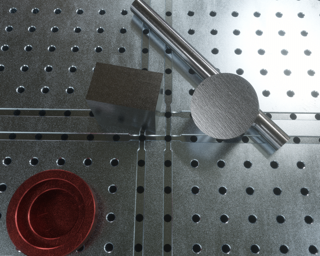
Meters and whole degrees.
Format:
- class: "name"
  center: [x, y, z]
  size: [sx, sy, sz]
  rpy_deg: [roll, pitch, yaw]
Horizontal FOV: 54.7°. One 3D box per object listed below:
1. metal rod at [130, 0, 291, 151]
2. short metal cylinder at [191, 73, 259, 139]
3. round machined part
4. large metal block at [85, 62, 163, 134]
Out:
- class: "metal rod"
  center: [0.063, -0.085, 0.443]
  size: [0.025, 0.025, 0.300]
  rpy_deg: [-40, 75, -13]
- class: "short metal cylinder"
  center: [0.084, -0.026, 0.393]
  size: [0.080, 0.050, 0.080]
  rpy_deg: [-1, 88, 19]
- class: "round machined part"
  center: [-0.122, 0.101, 0.364]
  size: [0.099, 0.042, 0.098]
  rpy_deg: [0, 70, -1]
- class: "large metal block"
  center: [-0.040, -0.035, 0.395]
  size: [0.080, 0.080, 0.050]
  rpy_deg: [10, 71, 3]
